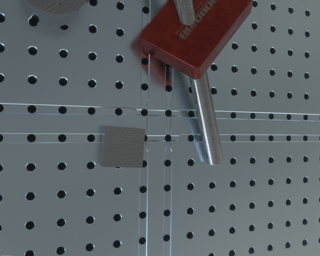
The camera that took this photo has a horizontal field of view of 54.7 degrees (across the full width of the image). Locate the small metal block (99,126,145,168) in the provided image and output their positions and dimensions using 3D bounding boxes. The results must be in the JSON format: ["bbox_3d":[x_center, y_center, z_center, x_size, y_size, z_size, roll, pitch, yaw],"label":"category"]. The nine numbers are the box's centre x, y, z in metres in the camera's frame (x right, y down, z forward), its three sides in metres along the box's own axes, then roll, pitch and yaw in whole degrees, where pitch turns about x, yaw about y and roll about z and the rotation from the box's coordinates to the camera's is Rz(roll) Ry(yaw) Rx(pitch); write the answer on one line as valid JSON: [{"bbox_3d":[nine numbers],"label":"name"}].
[{"bbox_3d":[-0.048,0.024,0.395,0.050,0.025,0.050,5,89,-20],"label":"small metal block"}]

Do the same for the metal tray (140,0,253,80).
[{"bbox_3d":[0.049,-0.137,0.403,0.090,0.030,0.130,33,77,17],"label":"metal tray"}]

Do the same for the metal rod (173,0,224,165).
[{"bbox_3d":[0.046,-0.094,0.407,0.025,0.025,0.298,-18,104,-19],"label":"metal rod"}]

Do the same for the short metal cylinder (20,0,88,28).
[{"bbox_3d":[-0.121,-0.162,0.354,0.081,0.050,0.080,0,90,-20],"label":"short metal cylinder"}]
